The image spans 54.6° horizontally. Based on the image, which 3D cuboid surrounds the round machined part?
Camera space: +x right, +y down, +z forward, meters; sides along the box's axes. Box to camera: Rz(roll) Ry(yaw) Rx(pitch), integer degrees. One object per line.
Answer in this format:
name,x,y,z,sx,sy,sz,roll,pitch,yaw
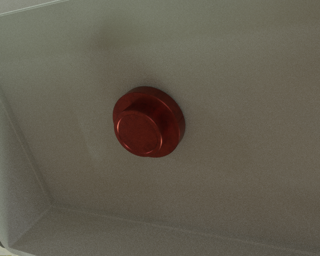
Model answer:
round machined part,-0.020,-0.001,0.404,0.098,0.042,0.097,13,124,21
